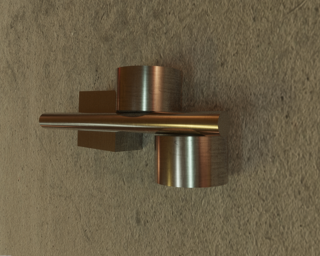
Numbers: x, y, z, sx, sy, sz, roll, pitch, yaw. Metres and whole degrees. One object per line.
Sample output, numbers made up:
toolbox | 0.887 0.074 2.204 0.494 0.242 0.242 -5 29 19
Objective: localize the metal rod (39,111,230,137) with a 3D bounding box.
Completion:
metal rod | -0.057 -0.008 0.385 0.300 0.025 0.025 2 91 38

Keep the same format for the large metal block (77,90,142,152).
large metal block | -0.071 -0.011 0.443 0.080 0.050 0.079 4 93 39

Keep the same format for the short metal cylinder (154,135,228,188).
short metal cylinder | 0.034 0.033 0.340 0.080 0.081 0.050 0 90 39

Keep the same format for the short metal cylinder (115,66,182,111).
short metal cylinder | -0.014 -0.045 0.382 0.080 0.081 0.050 3 92 39

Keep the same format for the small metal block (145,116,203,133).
small metal block | 0.017 -0.005 0.373 0.050 0.050 0.025 2 91 39
